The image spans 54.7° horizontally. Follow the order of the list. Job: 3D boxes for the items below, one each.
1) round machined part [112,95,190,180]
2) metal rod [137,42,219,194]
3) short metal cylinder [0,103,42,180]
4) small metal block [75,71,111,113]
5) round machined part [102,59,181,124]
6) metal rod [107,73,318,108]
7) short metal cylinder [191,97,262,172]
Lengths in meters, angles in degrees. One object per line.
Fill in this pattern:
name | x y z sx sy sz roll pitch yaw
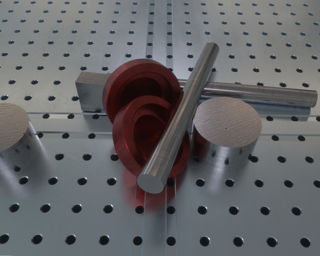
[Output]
round machined part | -0.014 0.014 0.363 0.099 0.042 0.098 18 61 -37
metal rod | 0.038 -0.038 0.389 0.025 0.025 0.301 14 40 12
short metal cylinder | -0.193 0.015 0.377 0.080 0.050 0.080 0 50 0
small metal block | -0.085 -0.048 0.430 0.050 0.050 0.025 7 46 6
round machined part | -0.026 -0.042 0.399 0.099 0.097 0.042 -18 33 -15
metal rod | 0.071 -0.056 0.454 0.302 0.025 0.025 6 50 4
short metal cylinder | 0.080 0.007 0.386 0.081 0.050 0.080 0 50 0
